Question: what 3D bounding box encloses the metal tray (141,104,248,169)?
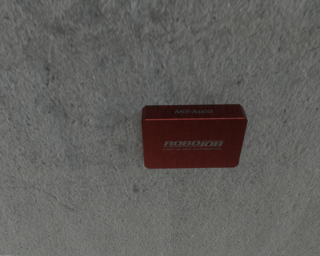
[{"bbox_3d":[0.043,0.013,0.416,0.131,0.030,0.089,-1,130,0],"label":"metal tray"}]
